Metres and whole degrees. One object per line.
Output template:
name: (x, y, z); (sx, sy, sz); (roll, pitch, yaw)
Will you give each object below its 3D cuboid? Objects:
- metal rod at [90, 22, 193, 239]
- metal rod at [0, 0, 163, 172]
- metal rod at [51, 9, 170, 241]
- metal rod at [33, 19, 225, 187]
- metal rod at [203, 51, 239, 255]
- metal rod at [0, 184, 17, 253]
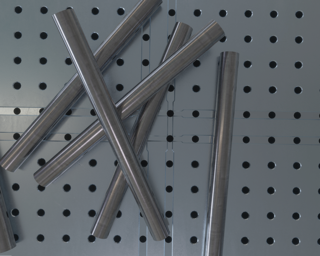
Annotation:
metal rod: (-0.025, 0.003, 0.413); (0.025, 0.025, 0.299); (22, 90, 0)
metal rod: (-0.104, -0.063, 0.412); (0.025, 0.025, 0.300); (41, 90, 0)
metal rod: (-0.052, 0.009, 0.376); (0.025, 0.025, 0.299); (-22, 105, 0)
metal rod: (-0.044, -0.026, 0.394); (0.300, 0.025, 0.025); (-40, 90, 7)
metal rod: (0.081, 0.050, 0.413); (0.025, 0.025, 0.298); (5, 90, 0)
metal rod: (-0.243, 0.017, 0.411); (0.025, 0.025, 0.299); (-15, 90, 0)
